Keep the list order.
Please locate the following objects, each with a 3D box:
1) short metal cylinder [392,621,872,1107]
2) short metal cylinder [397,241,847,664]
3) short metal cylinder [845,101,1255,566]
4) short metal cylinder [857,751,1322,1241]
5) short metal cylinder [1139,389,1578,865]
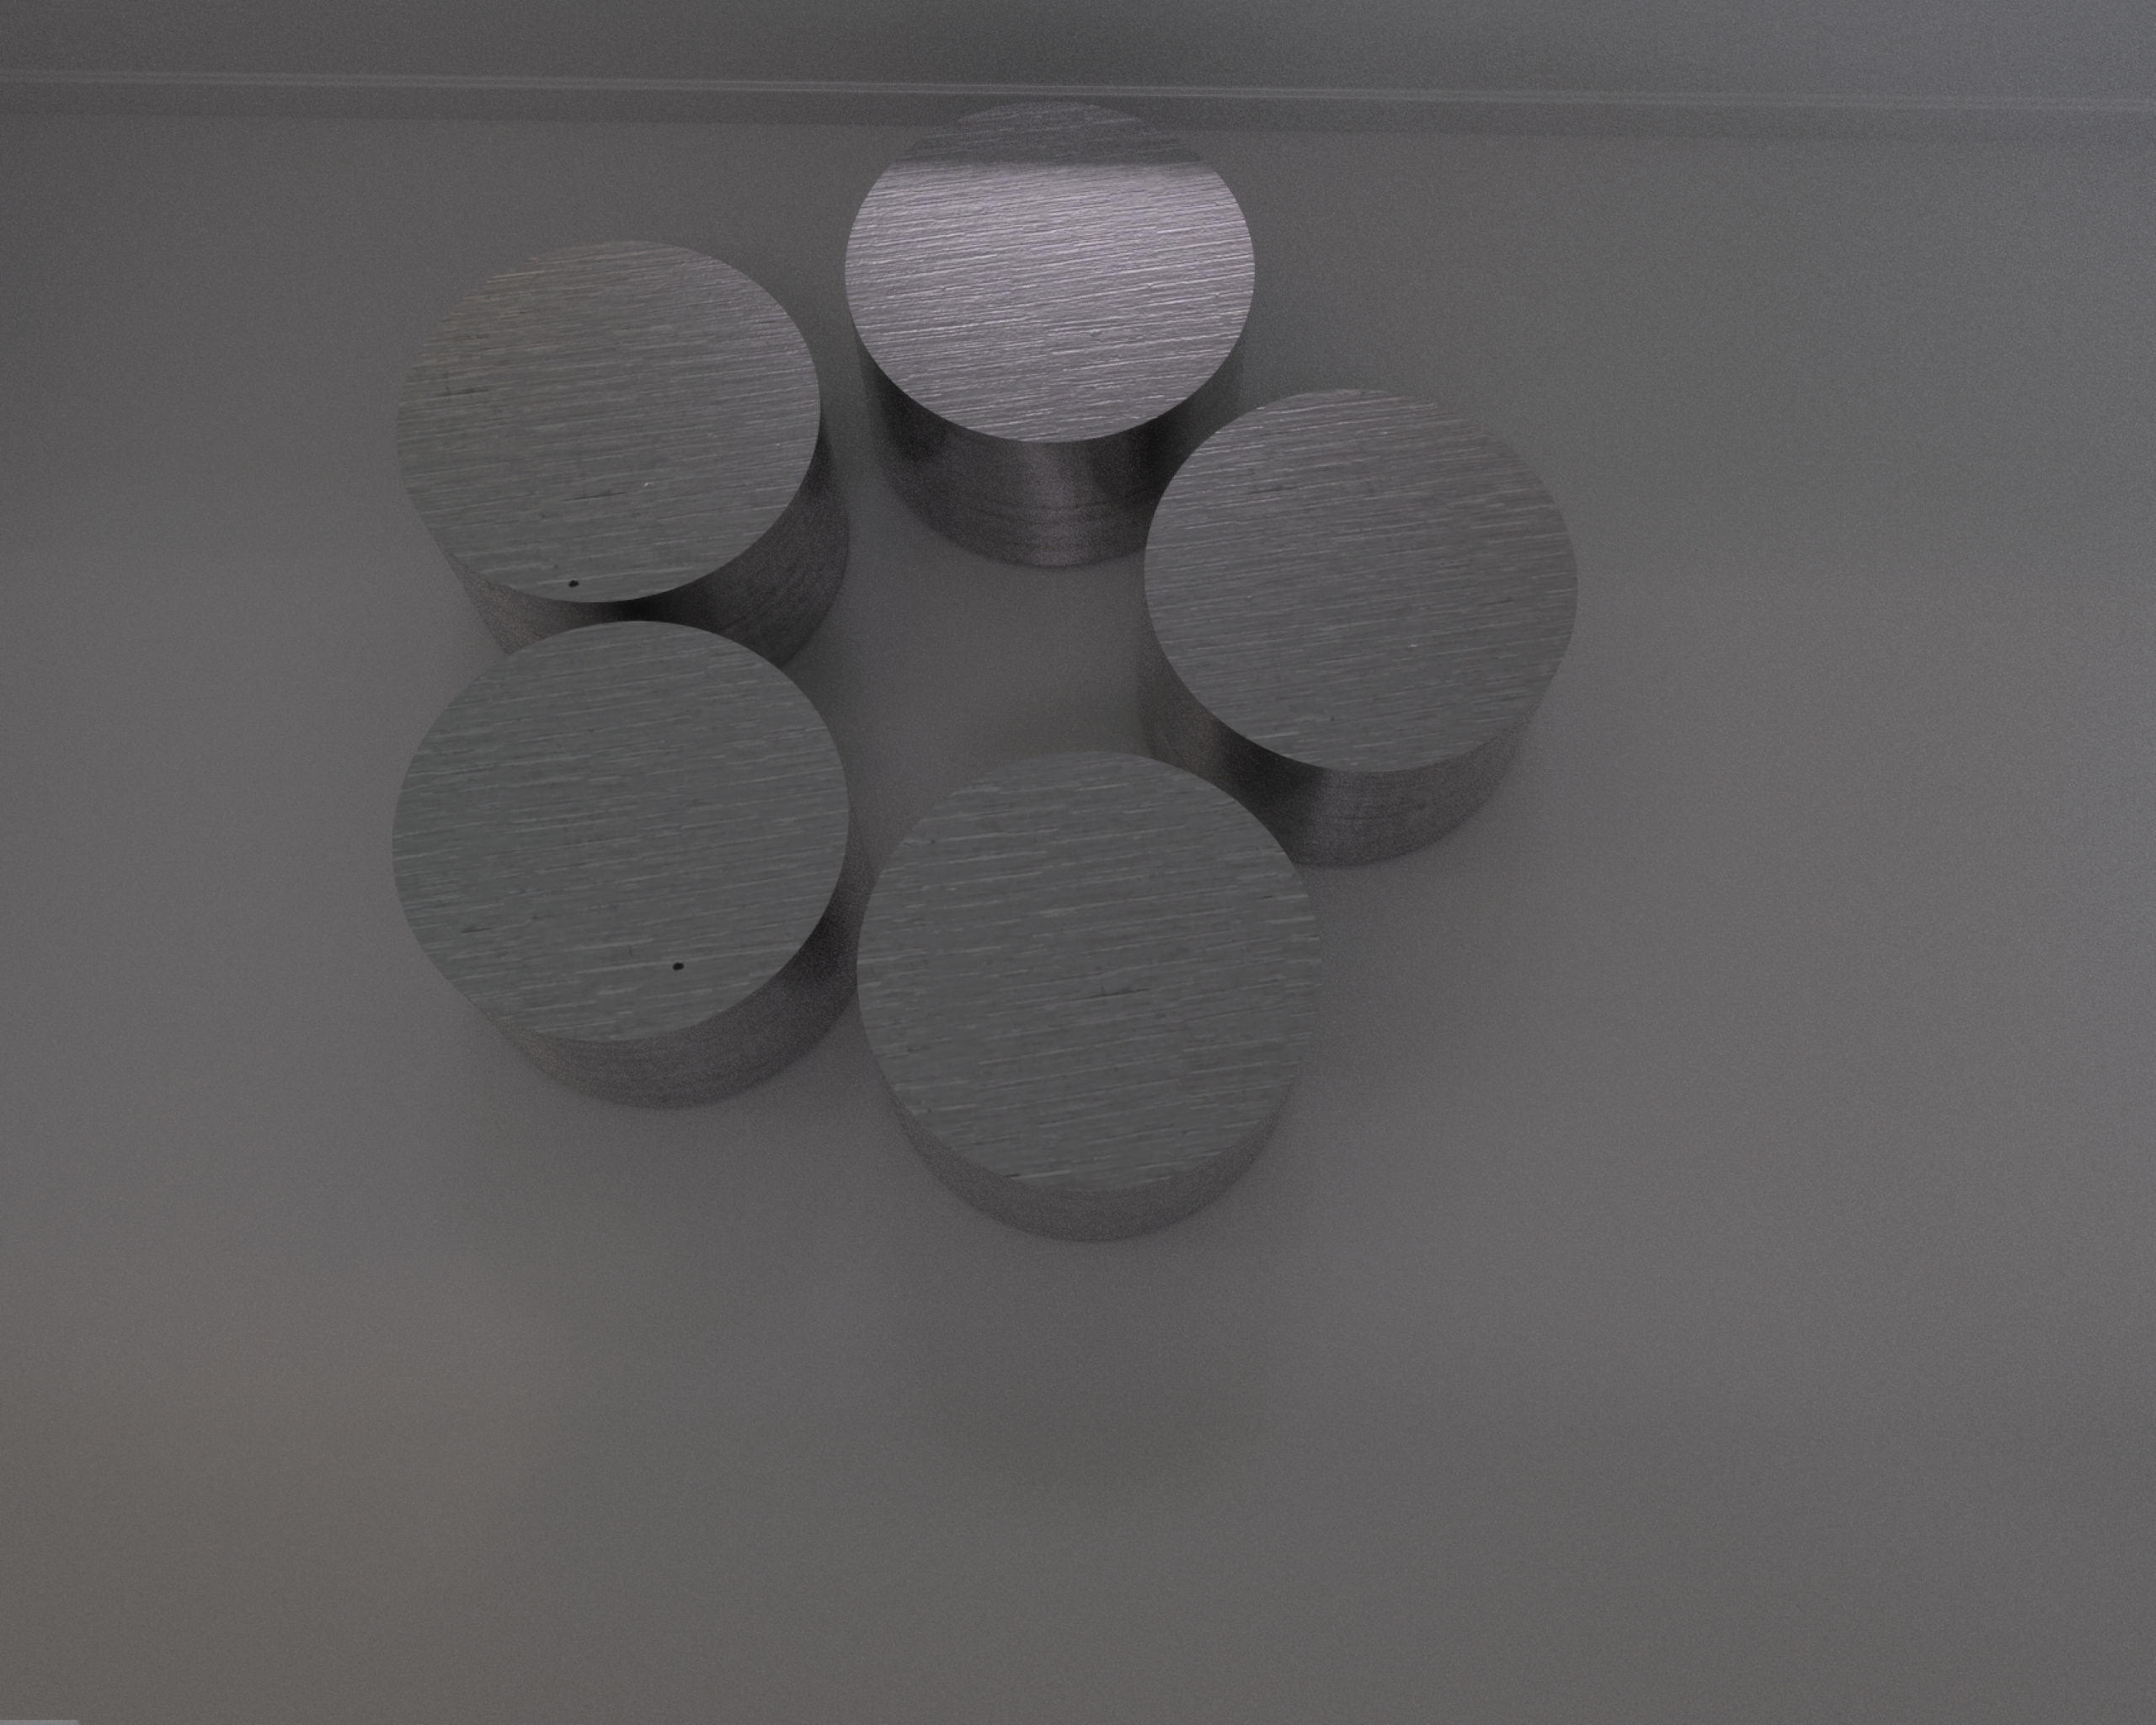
[{"bbox_3d":[-0.081,0.001,0.393,0.081,0.050,0.080,0,70,0],"label":"short metal cylinder"},{"bbox_3d":[-0.089,-0.077,0.422,0.081,0.050,0.080,0,70,0],"label":"short metal cylinder"},{"bbox_3d":[-0.005,-0.109,0.434,0.081,0.050,0.080,0,70,0],"label":"short metal cylinder"},{"bbox_3d":[0.002,0.026,0.385,0.081,0.050,0.080,0,70,0],"label":"short metal cylinder"},{"bbox_3d":[0.053,-0.045,0.411,0.081,0.050,0.080,0,70,0],"label":"short metal cylinder"}]
